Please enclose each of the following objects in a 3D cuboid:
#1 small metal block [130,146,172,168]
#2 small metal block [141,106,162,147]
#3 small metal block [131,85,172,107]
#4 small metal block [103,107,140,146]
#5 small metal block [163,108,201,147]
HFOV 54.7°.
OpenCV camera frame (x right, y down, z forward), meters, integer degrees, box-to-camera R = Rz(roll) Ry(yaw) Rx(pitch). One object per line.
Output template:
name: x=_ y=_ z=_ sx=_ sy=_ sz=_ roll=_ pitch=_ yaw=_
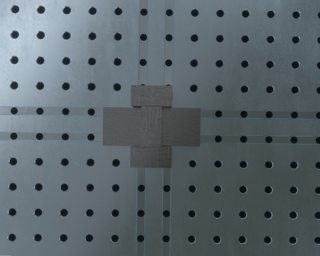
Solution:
small metal block: x=-0.011 y=0.036 z=0.400 sx=0.050 sy=0.050 sz=0.025 roll=1 pitch=90 yaw=-1
small metal block: x=-0.011 y=-0.002 z=0.400 sx=0.025 sy=0.050 sz=0.050 roll=1 pitch=90 yaw=0
small metal block: x=-0.010 y=-0.039 z=0.400 sx=0.050 sy=0.050 sz=0.025 roll=1 pitch=90 yaw=-1
small metal block: x=-0.049 y=-0.002 z=0.412 sx=0.050 sy=0.025 sz=0.050 roll=1 pitch=90 yaw=-1
small metal block: x=0.027 y=-0.001 z=0.413 sx=0.050 sy=0.025 sz=0.050 roll=1 pitch=90 yaw=-1
